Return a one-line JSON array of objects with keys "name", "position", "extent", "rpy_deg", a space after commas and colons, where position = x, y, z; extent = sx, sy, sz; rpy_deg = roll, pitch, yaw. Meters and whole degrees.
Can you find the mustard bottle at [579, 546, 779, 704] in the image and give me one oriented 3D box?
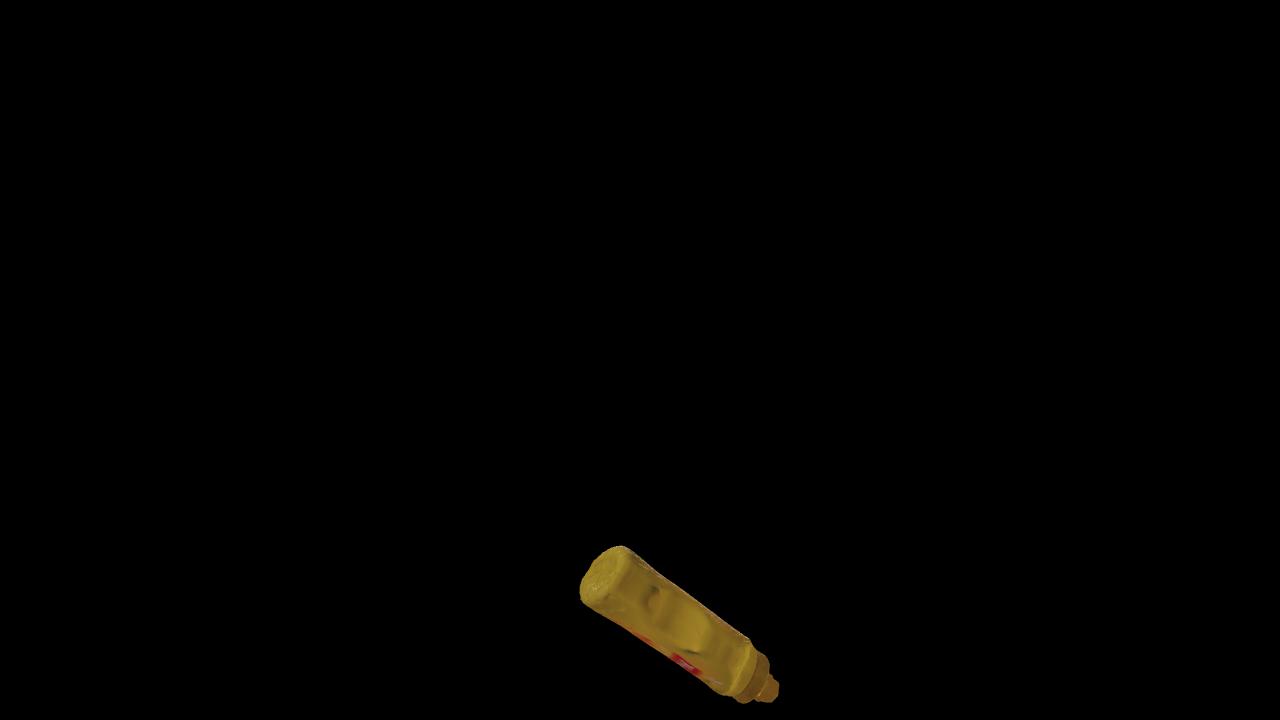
[{"name": "mustard bottle", "position": [0.041, 0.225, 0.506], "extent": [0.184, 0.054, 0.092], "rpy_deg": [37, -32, -7]}]
